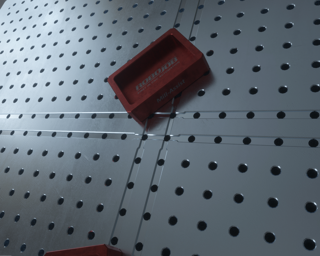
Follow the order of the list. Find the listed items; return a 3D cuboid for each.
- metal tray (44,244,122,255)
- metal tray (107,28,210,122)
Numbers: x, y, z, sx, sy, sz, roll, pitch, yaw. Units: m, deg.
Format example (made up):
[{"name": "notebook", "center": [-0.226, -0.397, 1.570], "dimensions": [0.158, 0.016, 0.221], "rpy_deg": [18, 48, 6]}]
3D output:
[{"name": "metal tray", "center": [-0.089, 0.198, 0.330], "dimensions": [0.090, 0.030, 0.130], "rpy_deg": [-15, 55, 19]}, {"name": "metal tray", "center": [-0.005, -0.080, 0.456], "dimensions": [0.130, 0.030, 0.090], "rpy_deg": [-37, 51, 3]}]
